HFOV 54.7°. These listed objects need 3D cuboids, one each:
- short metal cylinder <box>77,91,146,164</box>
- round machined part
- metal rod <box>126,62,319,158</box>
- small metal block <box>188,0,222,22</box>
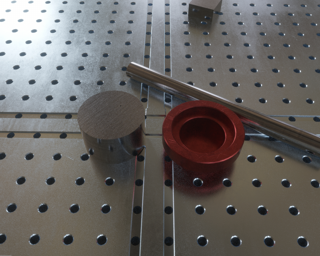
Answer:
[{"bbox_3d":[-0.059,-0.002,0.392,0.081,0.050,0.080,0,50,0],"label":"short metal cylinder"},{"bbox_3d":[0.052,0.014,0.385,0.099,0.042,0.098,0,50,0],"label":"round machined part"},{"bbox_3d":[0.083,-0.031,0.434,0.301,0.025,0.025,25,54,19],"label":"metal rod"},{"bbox_3d":[0.089,-0.239,0.609,0.050,0.025,0.050,21,53,16],"label":"small metal block"}]
